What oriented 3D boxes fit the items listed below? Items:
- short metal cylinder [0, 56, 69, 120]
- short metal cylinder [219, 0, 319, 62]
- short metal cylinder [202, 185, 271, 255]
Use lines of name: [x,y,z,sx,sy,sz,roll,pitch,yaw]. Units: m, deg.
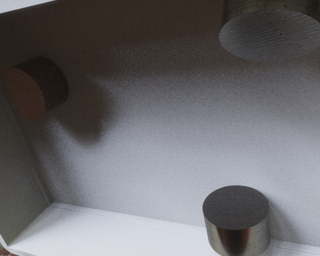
short metal cylinder: [-0.182,-0.058,0.453,0.080,0.050,0.079,13,124,21]
short metal cylinder: [0.092,-0.096,0.257,0.080,0.080,0.050,3,76,27]
short metal cylinder: [0.098,0.118,0.394,0.080,0.080,0.050,2,119,27]
